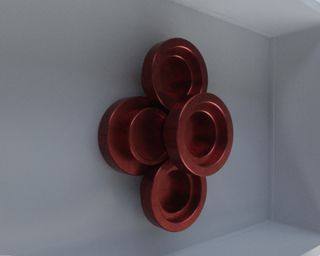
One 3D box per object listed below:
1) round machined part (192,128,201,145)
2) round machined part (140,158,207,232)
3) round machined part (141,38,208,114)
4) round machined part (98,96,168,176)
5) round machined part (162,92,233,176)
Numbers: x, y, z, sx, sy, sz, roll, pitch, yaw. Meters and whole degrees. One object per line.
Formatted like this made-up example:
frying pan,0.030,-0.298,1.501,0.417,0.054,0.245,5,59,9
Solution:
round machined part,0.055,0.013,0.441,0.099,0.042,0.097,0,90,-40
round machined part,0.013,0.082,0.406,0.099,0.042,0.097,0,90,-40
round machined part,0.015,-0.065,0.407,0.099,0.042,0.097,0,90,-40
round machined part,-0.021,0.010,0.377,0.099,0.042,0.097,0,90,-40
round machined part,0.042,0.007,0.375,0.099,0.042,0.097,0,90,-40
